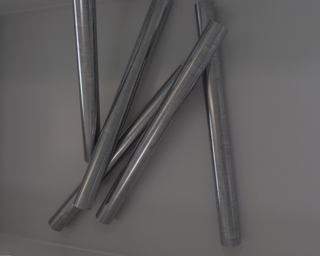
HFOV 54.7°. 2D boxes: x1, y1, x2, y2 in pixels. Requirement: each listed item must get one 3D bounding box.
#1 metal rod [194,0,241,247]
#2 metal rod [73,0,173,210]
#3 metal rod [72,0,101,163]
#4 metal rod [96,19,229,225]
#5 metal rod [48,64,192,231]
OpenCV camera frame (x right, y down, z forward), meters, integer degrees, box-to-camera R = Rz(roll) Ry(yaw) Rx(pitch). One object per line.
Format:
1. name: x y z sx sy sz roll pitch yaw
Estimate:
1. metal rod: 0.071 -0.007 0.385 0.025 0.025 0.298 -7 88 20
2. metal rod: -0.049 -0.036 0.409 0.025 0.025 0.299 21 90 18
3. metal rod: -0.087 -0.083 0.370 0.025 0.025 0.298 16 123 19
4. metal rod: -0.006 0.005 0.397 0.025 0.025 0.298 36 107 16
5. metal rod: -0.060 0.036 0.431 0.025 0.025 0.299 45 104 14
